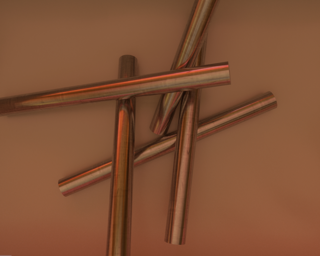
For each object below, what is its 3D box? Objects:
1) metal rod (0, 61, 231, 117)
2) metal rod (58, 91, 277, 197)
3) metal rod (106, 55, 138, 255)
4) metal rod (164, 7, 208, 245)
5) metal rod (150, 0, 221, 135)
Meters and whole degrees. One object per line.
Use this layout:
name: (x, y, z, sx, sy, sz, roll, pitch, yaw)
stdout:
metal rod: (-0.070, -0.043, 0.371, 0.301, 0.025, 0.025, -6, 90, 15)
metal rod: (0.010, 0.021, 0.411, 0.301, 0.025, 0.025, -23, 90, 0)
metal rod: (-0.042, 0.046, 0.351, 0.025, 0.025, 0.299, 0, 66, 0)
metal rod: (0.036, -0.012, 0.388, 0.025, 0.025, 0.299, 7, 81, 0)
metal rod: (0.043, -0.116, 0.334, 0.025, 0.025, 0.298, 21, 122, 0)
